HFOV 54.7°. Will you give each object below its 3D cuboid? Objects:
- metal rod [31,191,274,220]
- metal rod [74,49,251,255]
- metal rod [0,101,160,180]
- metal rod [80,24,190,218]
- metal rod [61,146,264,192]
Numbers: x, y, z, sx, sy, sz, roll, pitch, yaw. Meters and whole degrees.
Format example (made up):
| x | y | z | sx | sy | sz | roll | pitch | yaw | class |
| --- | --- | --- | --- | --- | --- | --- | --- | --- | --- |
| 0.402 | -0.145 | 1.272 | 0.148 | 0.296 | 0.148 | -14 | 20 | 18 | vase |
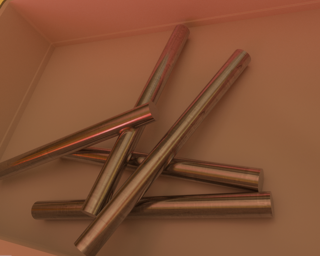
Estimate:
| x | y | z | sx | sy | sz | roll | pitch | yaw | class |
| --- | --- | --- | --- | --- | --- | --- | --- | --- | --- |
| -0.028 | 0.093 | 0.360 | 0.301 | 0.025 | 0.025 | -8 | 58 | 23 | metal rod |
| 0.015 | 0.016 | 0.360 | 0.025 | 0.025 | 0.301 | 27 | 68 | 37 | metal rod |
| -0.137 | 0.028 | 0.425 | 0.300 | 0.025 | 0.025 | -20 | 54 | 22 | metal rod |
| -0.021 | -0.027 | 0.408 | 0.025 | 0.025 | 0.300 | 7 | 59 | 31 | metal rod |
| -0.027 | 0.043 | 0.390 | 0.300 | 0.025 | 0.025 | 5 | 64 | 30 | metal rod |
